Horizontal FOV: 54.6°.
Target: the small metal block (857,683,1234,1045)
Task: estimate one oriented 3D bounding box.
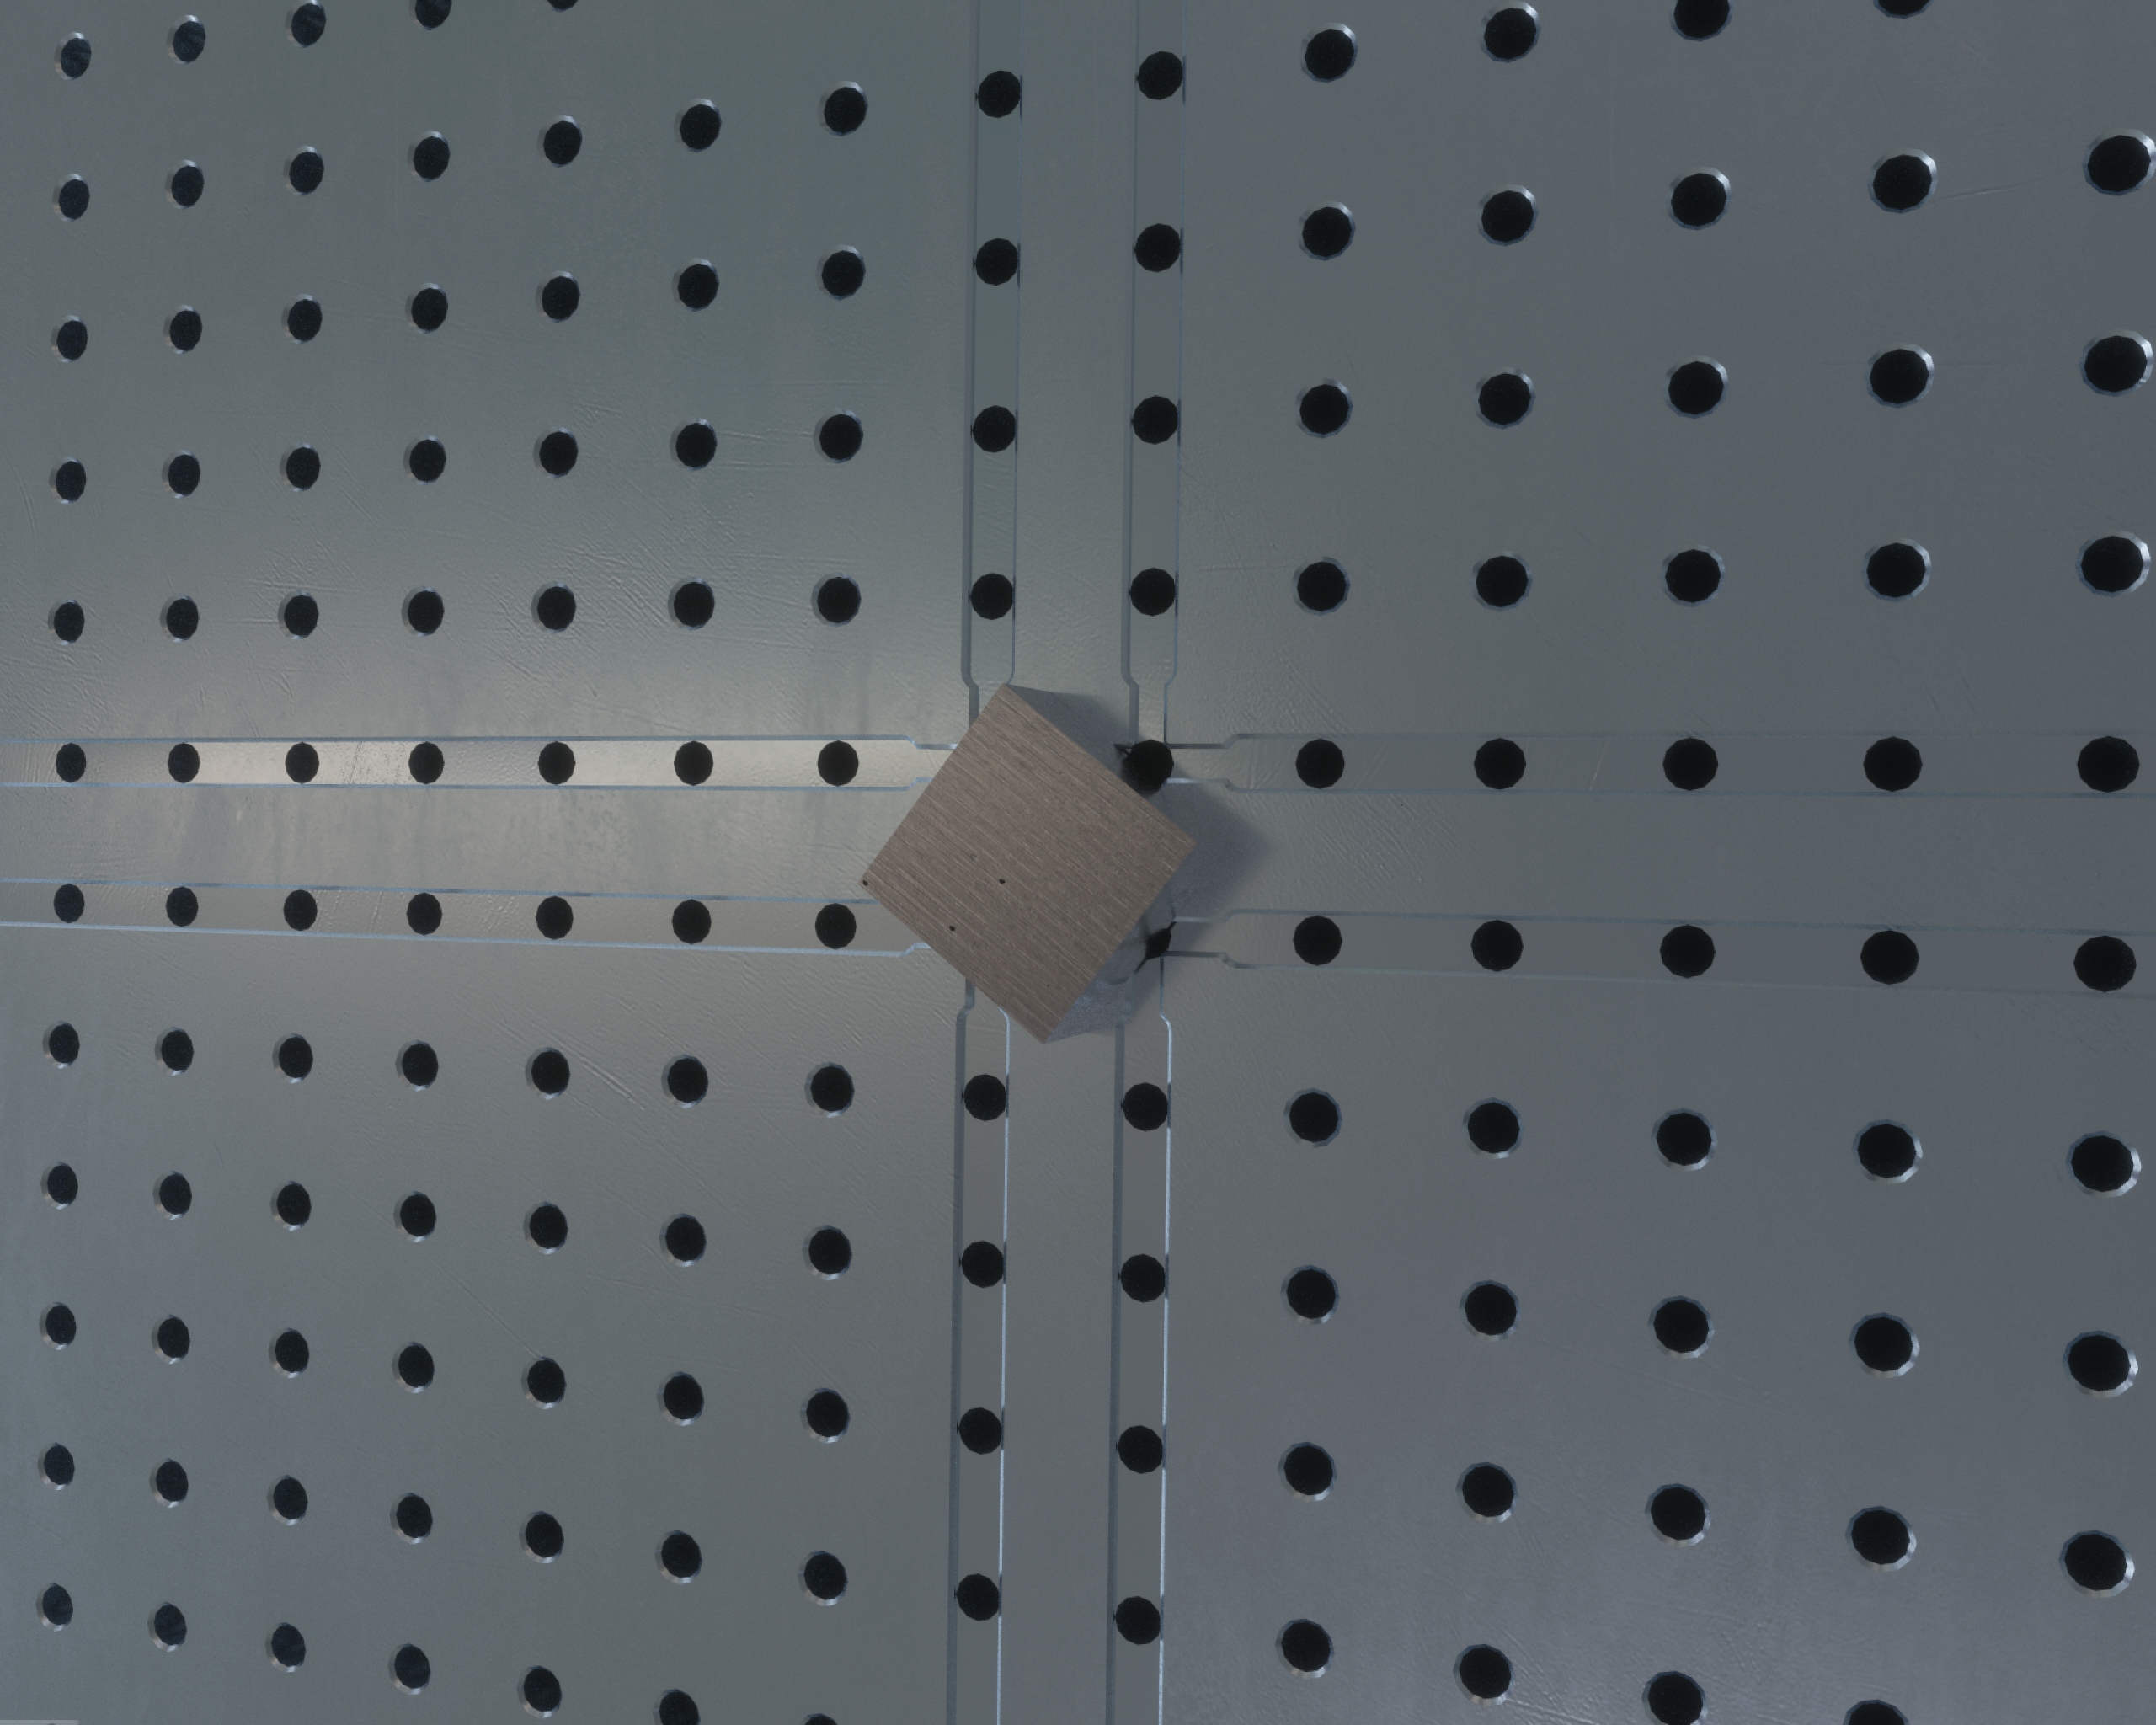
[{"bbox_3d":[-0.006,0.000,0.415,0.050,0.025,0.050,40,103,15],"label":"small metal block"}]
